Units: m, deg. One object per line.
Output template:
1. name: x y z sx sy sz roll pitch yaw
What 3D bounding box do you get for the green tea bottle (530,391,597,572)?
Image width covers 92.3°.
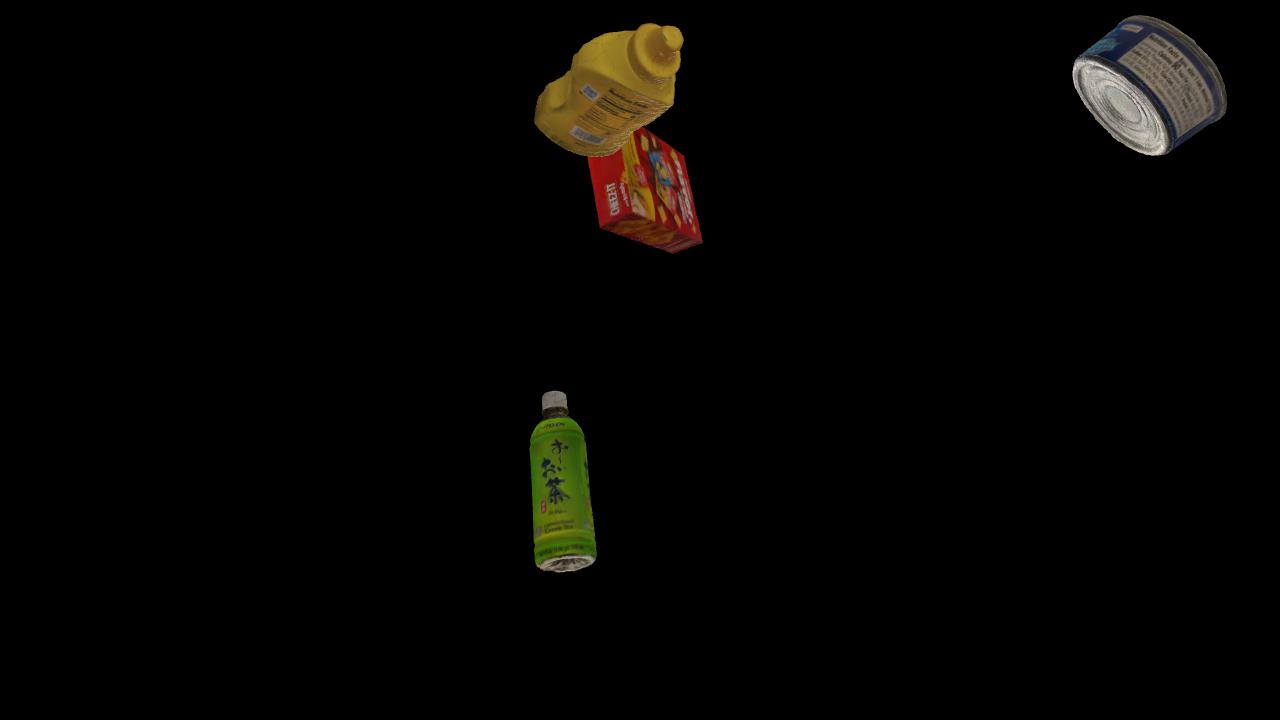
1. green tea bottle: -0.095 0.135 0.726 0.073 0.212 0.073 -8 -30 -5

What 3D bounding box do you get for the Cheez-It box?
1. Cheez-It box: 0.010 -0.273 0.975 0.071 0.166 0.223 -15 -9 31

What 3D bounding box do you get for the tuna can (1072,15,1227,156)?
1. tuna can: 0.316 -0.170 0.387 0.034 0.084 0.084 -40 -18 23

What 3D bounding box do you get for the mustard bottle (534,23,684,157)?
1. mustard bottle: -0.019 -0.232 0.527 0.092 0.054 0.184 19 -11 -27
